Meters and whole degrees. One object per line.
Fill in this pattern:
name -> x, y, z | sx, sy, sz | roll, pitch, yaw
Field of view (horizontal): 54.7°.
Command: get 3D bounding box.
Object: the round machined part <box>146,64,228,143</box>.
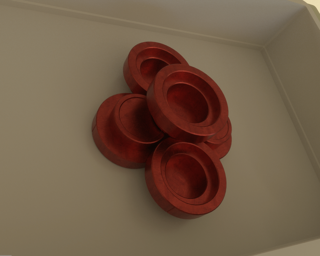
round machined part -> 0.029, -0.025, 0.371 | 0.099, 0.042, 0.098 | 14, 56, -21

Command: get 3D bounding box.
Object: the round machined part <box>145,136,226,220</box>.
round machined part -> 0.027, 0.061, 0.371 | 0.099, 0.042, 0.098 | 14, 56, -21

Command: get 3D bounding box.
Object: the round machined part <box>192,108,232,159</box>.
round machined part -> 0.059, 0.000, 0.425 | 0.099, 0.042, 0.098 | 14, 56, -21

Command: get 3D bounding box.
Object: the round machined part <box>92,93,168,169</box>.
round machined part -> -0.030, -0.003, 0.380 | 0.099, 0.042, 0.098 | 14, 56, -21

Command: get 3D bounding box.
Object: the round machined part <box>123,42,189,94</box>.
round machined part -> -0.005, -0.069, 0.433 | 0.099, 0.042, 0.098 | 14, 56, -21
